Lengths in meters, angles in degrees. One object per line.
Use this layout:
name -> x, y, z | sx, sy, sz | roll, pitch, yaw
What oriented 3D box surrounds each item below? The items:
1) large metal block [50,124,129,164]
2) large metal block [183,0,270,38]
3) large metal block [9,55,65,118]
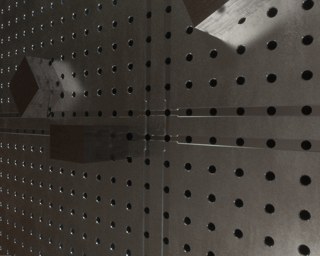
large metal block -> -0.104, 0.020, 0.457 | 0.080, 0.081, 0.050 | 1, 91, 39
large metal block -> 0.068, -0.160, 0.336 | 0.080, 0.050, 0.080 | -31, 71, 35
large metal block -> -0.233, -0.075, 0.582 | 0.080, 0.050, 0.080 | -45, 64, 30
